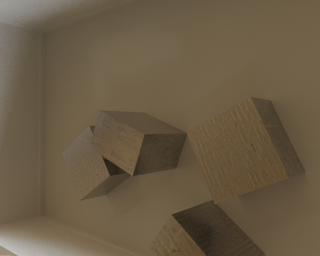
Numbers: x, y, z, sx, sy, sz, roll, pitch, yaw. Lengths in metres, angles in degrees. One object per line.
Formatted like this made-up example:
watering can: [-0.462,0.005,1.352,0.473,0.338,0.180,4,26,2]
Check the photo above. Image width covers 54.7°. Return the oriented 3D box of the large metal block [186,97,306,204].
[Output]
large metal block: [0.086,0.024,0.319,0.080,0.050,0.080,-32,71,35]

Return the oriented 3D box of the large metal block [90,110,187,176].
large metal block: [-0.027,0.016,0.391,0.080,0.081,0.050,26,107,36]

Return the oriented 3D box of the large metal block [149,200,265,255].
large metal block: [0.050,0.130,0.328,0.080,0.081,0.050,45,117,30]

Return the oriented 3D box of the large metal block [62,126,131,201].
large metal block: [-0.093,0.052,0.465,0.080,0.050,0.080,-40,66,32]
